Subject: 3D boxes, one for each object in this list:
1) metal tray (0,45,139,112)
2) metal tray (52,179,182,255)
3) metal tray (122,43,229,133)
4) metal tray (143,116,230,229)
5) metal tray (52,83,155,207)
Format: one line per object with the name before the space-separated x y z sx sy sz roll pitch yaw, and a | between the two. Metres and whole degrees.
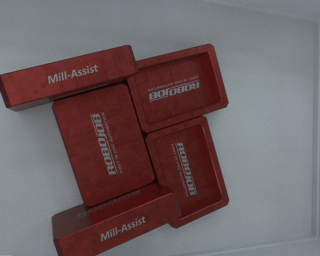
metal tray | -0.098 -0.052 0.336 0.131 0.090 0.030 -19 97 -19
metal tray | -0.053 0.101 0.354 0.131 0.090 0.030 -18 97 -19
metal tray | 0.021 -0.054 0.415 0.131 0.030 0.089 -18 96 -20
metal tray | 0.034 0.057 0.420 0.091 0.030 0.129 -19 97 -19
metal tray | -0.068 0.019 0.380 0.091 0.030 0.129 -19 97 -19
